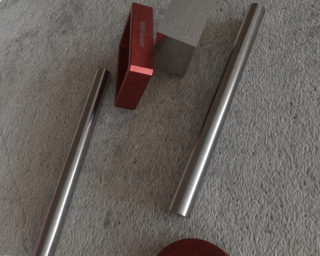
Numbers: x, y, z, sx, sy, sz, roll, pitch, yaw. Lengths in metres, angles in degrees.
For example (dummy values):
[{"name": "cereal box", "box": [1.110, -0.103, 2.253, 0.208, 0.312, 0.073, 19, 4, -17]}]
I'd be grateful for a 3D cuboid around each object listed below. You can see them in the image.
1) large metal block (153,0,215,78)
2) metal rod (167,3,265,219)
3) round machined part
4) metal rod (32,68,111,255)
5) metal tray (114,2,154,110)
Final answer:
[{"name": "large metal block", "box": [0.029, -0.128, 0.421, 0.050, 0.080, 0.080, 22, 70, 0]}, {"name": "metal rod", "box": [0.077, -0.036, 0.384, 0.025, 0.025, 0.300, 11, 67, 32]}, {"name": "round machined part", "box": [0.027, 0.152, 0.285, 0.098, 0.042, 0.098, -13, 56, 20]}, {"name": "metal rod", "box": [-0.119, 0.042, 0.438, 0.025, 0.025, 0.299, -2, 60, 27]}, {"name": "metal tray", "box": [-0.038, -0.103, 0.446, 0.030, 0.089, 0.130, 10, 56, -17]}]
